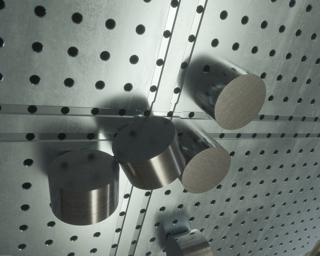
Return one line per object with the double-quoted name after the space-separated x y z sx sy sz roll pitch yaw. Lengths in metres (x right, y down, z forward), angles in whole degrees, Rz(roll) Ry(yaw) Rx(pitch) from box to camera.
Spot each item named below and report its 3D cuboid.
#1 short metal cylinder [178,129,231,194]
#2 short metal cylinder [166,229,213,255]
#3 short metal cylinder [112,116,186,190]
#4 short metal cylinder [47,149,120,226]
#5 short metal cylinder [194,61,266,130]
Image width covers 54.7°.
0.056 0.049 0.456 0.081 0.050 0.079 -14 124 -21 "short metal cylinder"
0.050 0.224 0.542 0.050 0.080 0.079 -8 122 -24 "short metal cylinder"
-0.013 0.030 0.387 0.080 0.080 0.050 -29 128 -10 "short metal cylinder"
-0.089 0.068 0.369 0.081 0.080 0.050 -9 122 -24 "short metal cylinder"
0.094 -0.044 0.419 0.081 0.050 0.079 -14 124 -21 "short metal cylinder"
